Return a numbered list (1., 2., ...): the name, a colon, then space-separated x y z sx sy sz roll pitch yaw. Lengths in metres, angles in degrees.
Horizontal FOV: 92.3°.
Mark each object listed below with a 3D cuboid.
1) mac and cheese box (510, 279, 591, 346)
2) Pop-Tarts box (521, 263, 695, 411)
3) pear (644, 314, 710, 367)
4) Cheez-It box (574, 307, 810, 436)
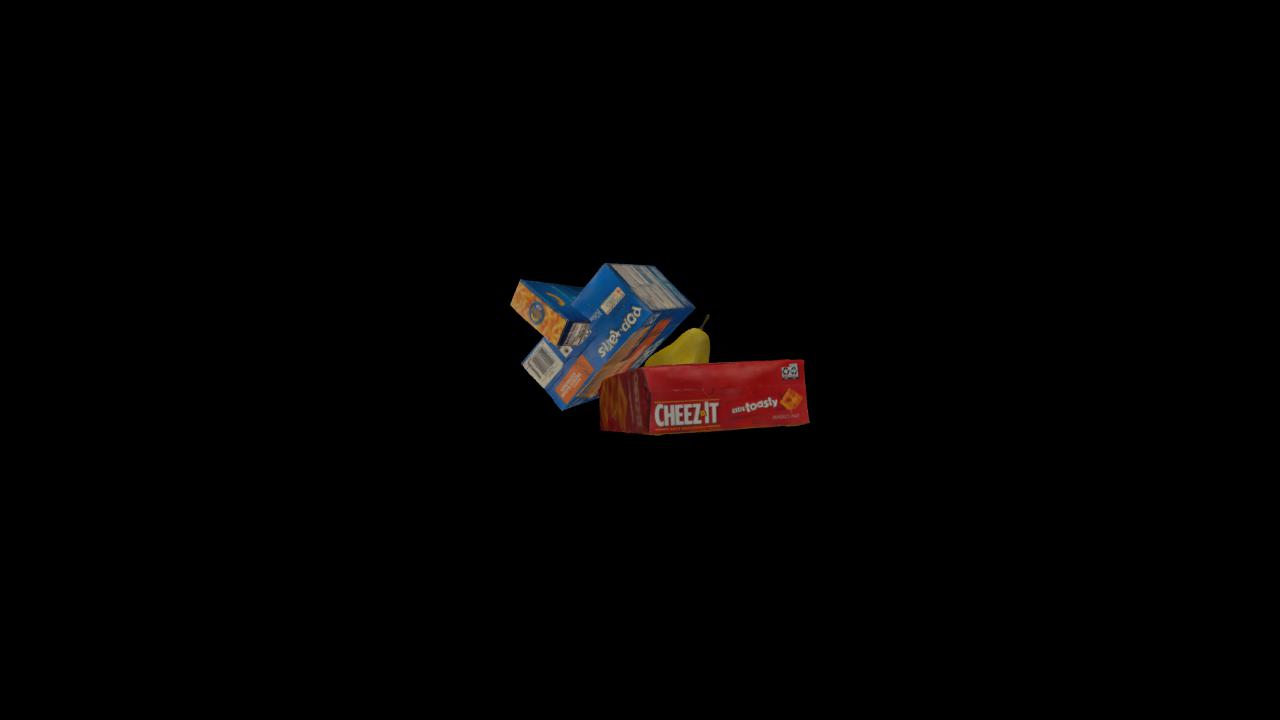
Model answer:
1. mac and cheese box: -0.058 -0.054 0.752 0.093 0.041 0.184 41 24 30
2. Pop-Tarts box: -0.035 -0.030 0.752 0.167 0.083 0.141 -46 -12 22
3. pear: 0.051 0.001 0.695 0.080 0.111 0.080 31 -7 4
4. Cheez-It box: 0.056 0.042 0.670 0.166 0.071 0.223 -4 -4 -15
